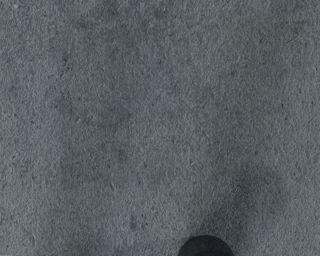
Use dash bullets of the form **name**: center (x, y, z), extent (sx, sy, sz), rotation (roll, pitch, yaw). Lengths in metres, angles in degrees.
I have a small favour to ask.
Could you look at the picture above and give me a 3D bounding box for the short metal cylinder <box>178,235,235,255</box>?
- **short metal cylinder**: center (0.062, 0.186, 0.398), extent (0.081, 0.050, 0.080), rotation (0, 90, 0)
